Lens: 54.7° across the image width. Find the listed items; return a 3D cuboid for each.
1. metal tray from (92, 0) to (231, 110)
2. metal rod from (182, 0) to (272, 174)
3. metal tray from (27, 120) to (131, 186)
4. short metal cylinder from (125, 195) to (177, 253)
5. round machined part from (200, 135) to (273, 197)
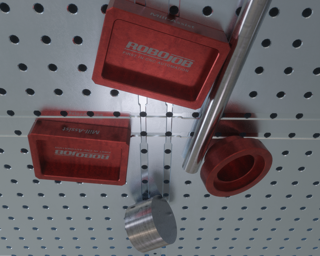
[{"bbox_3d":[-0.001,-0.077,0.342,0.131,0.030,0.089,14,129,-12],"label":"metal tray"},{"bbox_3d":[0.076,-0.052,0.367,0.025,0.025,0.298,9,130,-8],"label":"metal rod"},{"bbox_3d":[-0.110,0.037,0.438,0.131,0.030,0.089,6,130,-5],"label":"metal tray"},{"bbox_3d":[-0.014,0.157,0.509,0.050,0.080,0.080,-25,126,20],"label":"short metal cylinder"},{"bbox_3d":[0.101,0.049,0.432,0.099,0.042,0.097,-12,134,-13],"label":"round machined part"}]
